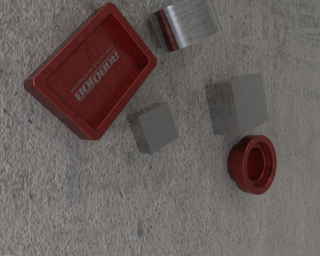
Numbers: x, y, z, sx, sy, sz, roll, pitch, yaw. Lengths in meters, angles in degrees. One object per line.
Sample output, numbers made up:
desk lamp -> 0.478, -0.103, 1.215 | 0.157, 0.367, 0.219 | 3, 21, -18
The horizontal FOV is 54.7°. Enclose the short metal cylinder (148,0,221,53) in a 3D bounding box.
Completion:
short metal cylinder -> 0.031, -0.136, 0.395 | 0.080, 0.080, 0.050 | -38, 114, -33

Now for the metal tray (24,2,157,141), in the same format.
metal tray -> -0.069, -0.062, 0.343 | 0.090, 0.030, 0.130 | 49, 61, -29

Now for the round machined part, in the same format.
round machined part -> 0.151, 0.060, 0.520 | 0.099, 0.042, 0.097 | 0, 90, -40

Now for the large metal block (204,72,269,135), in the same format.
large metal block -> 0.123, -0.039, 0.491 | 0.081, 0.050, 0.080 | -21, 103, -38

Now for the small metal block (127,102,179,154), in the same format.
small metal block -> -0.008, -0.001, 0.398 | 0.050, 0.025, 0.050 | -30, 109, -36
